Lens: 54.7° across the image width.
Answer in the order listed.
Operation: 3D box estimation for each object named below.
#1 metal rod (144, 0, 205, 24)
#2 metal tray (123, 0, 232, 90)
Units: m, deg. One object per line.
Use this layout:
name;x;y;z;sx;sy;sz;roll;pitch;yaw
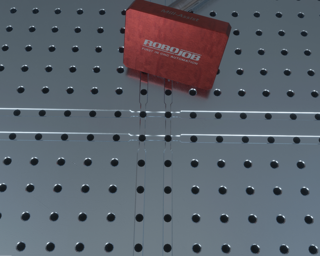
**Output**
metal rod;0.085;-0.229;0.496;0.301;0.025;0.025;-39;75;-13
metal tray;0.019;-0.109;0.415;0.131;0.089;0.030;17;47;5
